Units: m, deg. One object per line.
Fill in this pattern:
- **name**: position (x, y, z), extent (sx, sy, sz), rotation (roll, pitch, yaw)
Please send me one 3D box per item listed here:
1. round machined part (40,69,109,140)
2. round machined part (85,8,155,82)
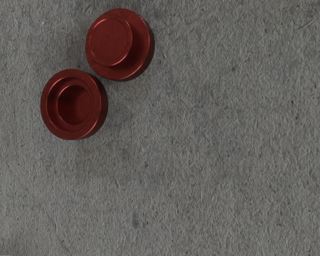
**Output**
- **round machined part**: position (-0.116, -0.032, 0.441), extent (0.098, 0.042, 0.097), rotation (0, 90, 20)
- **round machined part**: position (-0.060, -0.114, 0.421), extent (0.098, 0.042, 0.097), rotation (0, 90, 20)
